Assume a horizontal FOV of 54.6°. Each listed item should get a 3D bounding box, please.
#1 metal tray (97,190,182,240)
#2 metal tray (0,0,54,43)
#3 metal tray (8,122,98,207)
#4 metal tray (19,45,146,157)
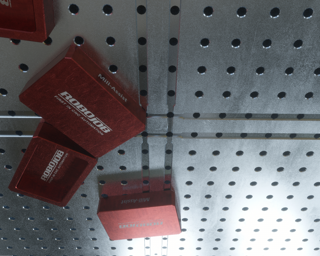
[{"bbox_3d":[-0.033,0.153,0.538,0.131,0.030,0.090,-8,130,6],"label":"metal tray"},{"bbox_3d":[-0.150,-0.149,0.280,0.091,0.030,0.129,6,130,-6],"label":"metal tray"},{"bbox_3d":[-0.157,0.059,0.456,0.090,0.030,0.129,25,126,-20],"label":"metal tray"},{"bbox_3d":[-0.091,-0.026,0.385,0.090,0.030,0.130,-31,124,24],"label":"metal tray"}]
